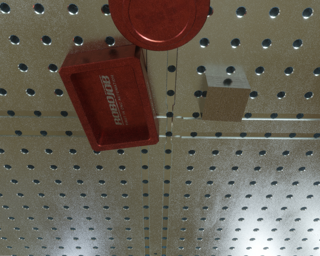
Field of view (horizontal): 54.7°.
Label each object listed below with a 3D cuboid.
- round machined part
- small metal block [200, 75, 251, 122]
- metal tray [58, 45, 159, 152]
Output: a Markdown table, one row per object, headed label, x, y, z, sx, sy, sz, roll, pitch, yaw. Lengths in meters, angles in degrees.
| label | x | y | z | sx | sy | sz | roll | pitch | yaw |
| --- | --- | --- | --- | --- | --- | --- | --- | --- | --- |
| round machined part | -0.001 | -0.118 | 0.299 | 0.099 | 0.042 | 0.097 | 0 | 130 | 0 |
| small metal block | 0.079 | -0.036 | 0.382 | 0.050 | 0.025 | 0.050 | 3 | 130 | -3 |
| metal tray | -0.056 | -0.031 | 0.381 | 0.090 | 0.030 | 0.129 | -8 | 130 | 6 |
